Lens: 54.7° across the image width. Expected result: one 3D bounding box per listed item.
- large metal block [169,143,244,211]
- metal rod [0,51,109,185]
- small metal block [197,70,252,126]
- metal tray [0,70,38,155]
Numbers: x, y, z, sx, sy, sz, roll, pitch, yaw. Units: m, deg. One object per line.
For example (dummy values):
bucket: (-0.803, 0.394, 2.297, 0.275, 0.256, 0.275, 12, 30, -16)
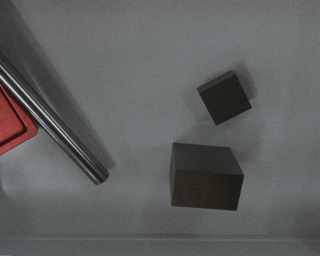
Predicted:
large metal block: (0.056, 0.061, 0.405, 0.081, 0.080, 0.050, 5, 110, -2)
metal rod: (-0.163, -0.039, 0.376, 0.025, 0.025, 0.299, -31, 114, 10)
small metal block: (0.082, -0.039, 0.398, 0.050, 0.025, 0.050, -28, 108, 9)
metal tray: (-0.222, -0.027, 0.369, 0.091, 0.030, 0.129, -36, 111, -29)
